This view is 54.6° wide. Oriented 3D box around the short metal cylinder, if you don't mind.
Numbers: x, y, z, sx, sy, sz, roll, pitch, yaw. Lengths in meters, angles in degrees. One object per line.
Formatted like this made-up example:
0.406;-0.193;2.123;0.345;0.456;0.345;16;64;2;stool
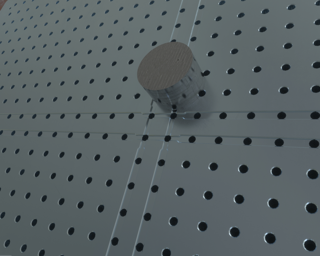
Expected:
0.016;-0.071;0.429;0.080;0.050;0.080;-13;56;21;short metal cylinder
